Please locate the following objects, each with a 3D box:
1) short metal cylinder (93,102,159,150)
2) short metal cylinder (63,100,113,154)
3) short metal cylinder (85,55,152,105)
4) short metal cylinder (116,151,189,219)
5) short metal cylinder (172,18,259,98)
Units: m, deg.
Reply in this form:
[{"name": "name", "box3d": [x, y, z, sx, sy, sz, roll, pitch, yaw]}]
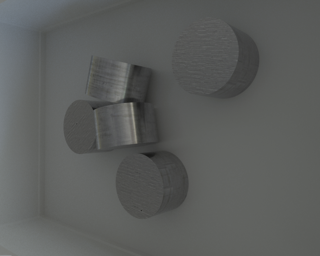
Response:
[{"name": "short metal cylinder", "box3d": [-0.045, -0.001, 0.406, 0.080, 0.081, 0.050, -12, 83, 39]}, {"name": "short metal cylinder", "box3d": [-0.102, -0.002, 0.472, 0.080, 0.050, 0.079, 0, 90, 39]}, {"name": "short metal cylinder", "box3d": [-0.055, -0.064, 0.415, 0.080, 0.081, 0.050, 21, 103, 38]}, {"name": "short metal cylinder", "box3d": [-0.011, 0.071, 0.398, 0.080, 0.050, 0.079, 0, 90, 39]}, {"name": "short metal cylinder", "box3d": [0.060, -0.074, 0.340, 0.080, 0.050, 0.079, 0, 90, 39]}]
